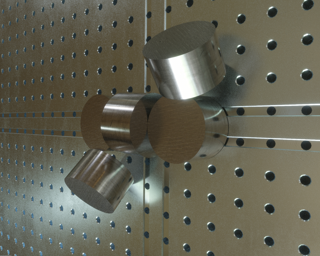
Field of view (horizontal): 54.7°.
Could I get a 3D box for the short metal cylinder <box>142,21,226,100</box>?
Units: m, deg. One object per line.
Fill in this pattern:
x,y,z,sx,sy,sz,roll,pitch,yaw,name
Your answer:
0.027,-0.075,0.341,0.080,0.080,0.050,11,139,39,short metal cylinder

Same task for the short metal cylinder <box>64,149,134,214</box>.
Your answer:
-0.084,0.075,0.433,0.080,0.050,0.080,23,146,17,short metal cylinder

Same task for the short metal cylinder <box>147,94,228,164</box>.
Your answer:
0.032,0.000,0.364,0.080,0.050,0.079,0,90,39,short metal cylinder

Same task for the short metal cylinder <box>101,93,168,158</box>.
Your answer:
-0.028,-0.005,0.394,0.050,0.081,0.079,6,94,39,short metal cylinder

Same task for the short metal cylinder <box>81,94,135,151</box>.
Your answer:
-0.069,-0.007,0.447,0.080,0.050,0.079,0,90,39,short metal cylinder
